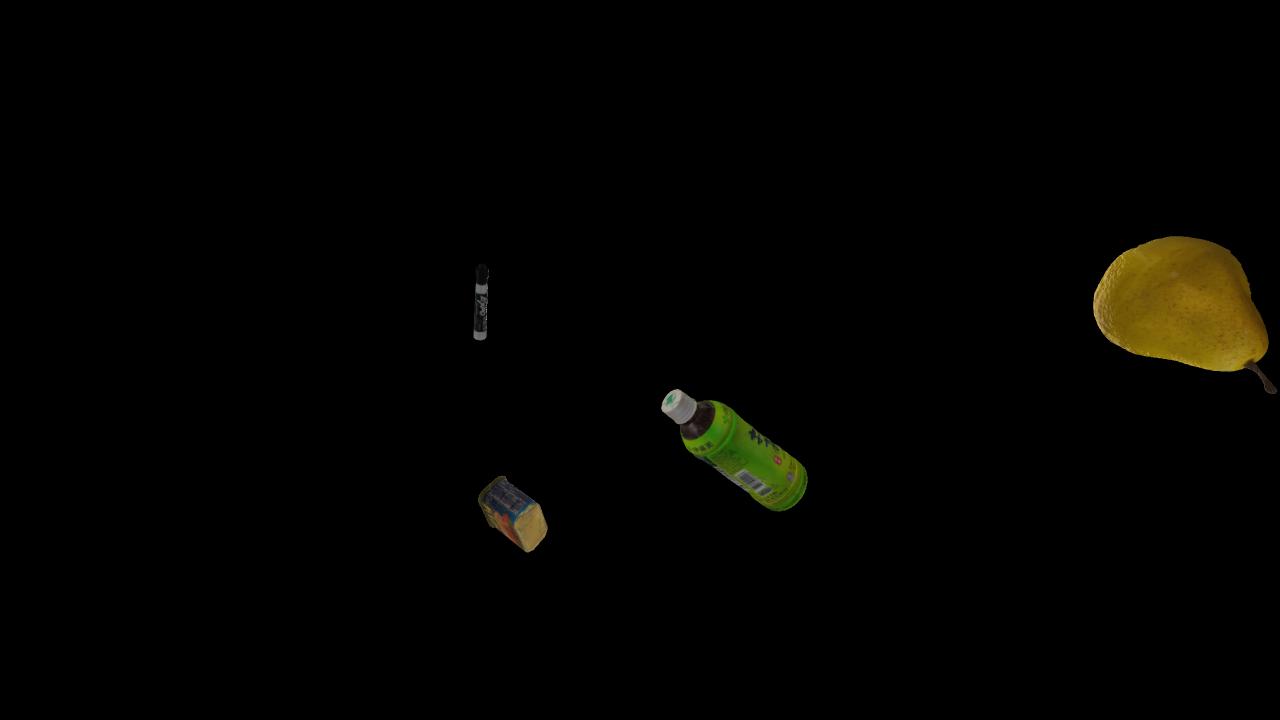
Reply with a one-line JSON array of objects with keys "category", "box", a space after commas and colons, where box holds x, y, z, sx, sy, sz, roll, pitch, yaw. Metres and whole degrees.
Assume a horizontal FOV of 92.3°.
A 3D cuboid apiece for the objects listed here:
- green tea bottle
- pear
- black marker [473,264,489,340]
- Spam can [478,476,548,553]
[{"category": "green tea bottle", "box": [0.107, 0.101, 0.709, 0.212, 0.073, 0.073, 37, -20, -29]}, {"category": "pear", "box": [0.345, -0.028, 0.380, 0.080, 0.080, 0.111, 0, 33, -13]}, {"category": "black marker", "box": [-0.230, -0.083, 0.891, 0.020, 0.121, 0.020, 8, 33, -5]}, {"category": "Spam can", "box": [-0.197, 0.244, 0.969, 0.085, 0.101, 0.058, 27, 54, 30]}]
